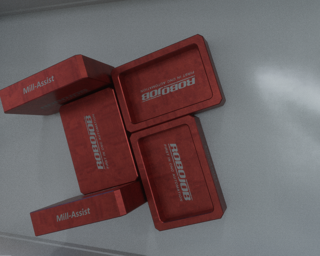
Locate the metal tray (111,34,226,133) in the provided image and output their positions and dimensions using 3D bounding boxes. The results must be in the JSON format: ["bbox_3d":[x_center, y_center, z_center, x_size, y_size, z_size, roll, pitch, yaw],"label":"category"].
[{"bbox_3d":[0.009,-0.054,0.402,0.130,0.030,0.090,-18,84,18],"label":"metal tray"}]

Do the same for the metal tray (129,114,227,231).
[{"bbox_3d":[0.022,0.057,0.397,0.090,0.030,0.129,-18,84,18],"label":"metal tray"}]

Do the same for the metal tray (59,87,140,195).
[{"bbox_3d":[-0.081,0.019,0.432,0.090,0.030,0.129,-18,84,18],"label":"metal tray"}]

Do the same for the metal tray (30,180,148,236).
[{"bbox_3d":[-0.086,0.100,0.402,0.130,0.090,0.030,-18,84,18],"label":"metal tray"}]

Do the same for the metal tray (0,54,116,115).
[{"bbox_3d":[-0.132,-0.053,0.417,0.130,0.090,0.030,-19,84,18],"label":"metal tray"}]
